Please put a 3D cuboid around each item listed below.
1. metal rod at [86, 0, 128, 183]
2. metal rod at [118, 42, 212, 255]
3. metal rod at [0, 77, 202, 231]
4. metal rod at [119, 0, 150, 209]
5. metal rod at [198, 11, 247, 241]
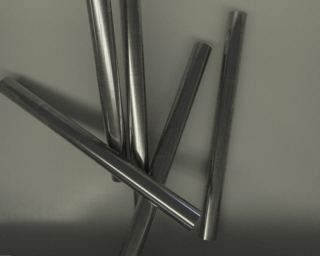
[{"bbox_3d":[-0.060,-0.068,0.347,0.025,0.025,0.298,-3,116,0],"label":"metal rod"},{"bbox_3d":[0.007,0.031,0.388,0.025,0.025,0.299,20,81,0],"label":"metal rod"},{"bbox_3d":[-0.082,0.023,0.376,0.300,0.025,0.025,33,90,13],"label":"metal rod"},{"bbox_3d":[-0.029,-0.031,0.376,0.025,0.025,0.298,-3,104,0],"label":"metal rod"},{"bbox_3d":[0.083,-0.003,0.411,0.025,0.025,0.298,8,90,0],"label":"metal rod"}]
